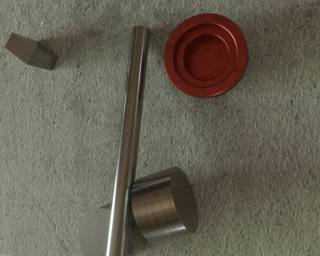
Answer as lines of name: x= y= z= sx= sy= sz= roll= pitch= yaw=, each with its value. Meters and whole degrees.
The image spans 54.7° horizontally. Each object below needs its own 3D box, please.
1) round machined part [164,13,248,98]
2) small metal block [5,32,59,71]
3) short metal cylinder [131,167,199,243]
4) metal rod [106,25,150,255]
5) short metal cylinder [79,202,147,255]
round machined part: x=0.058 y=-0.085 z=0.379 sx=0.098 sy=0.042 sz=0.097 roll=0 pitch=90 yaw=20
small metal block: x=-0.190 y=-0.113 z=0.463 sx=0.050 sy=0.050 sz=0.025 roll=36 pitch=102 yaw=16
short metal cylinder: x=0.008 y=0.093 z=0.377 sx=0.050 sy=0.080 sz=0.080 roll=-21 pitch=83 yaw=19
metal rod: x=-0.039 y=0.014 z=0.391 sx=0.025 sy=0.025 sz=0.299 roll=1 pitch=79 yaw=20
short metal cylinder: x=-0.060 y=0.142 z=0.417 sx=0.080 sy=0.050 sz=0.079 roll=0 pitch=90 yaw=20
